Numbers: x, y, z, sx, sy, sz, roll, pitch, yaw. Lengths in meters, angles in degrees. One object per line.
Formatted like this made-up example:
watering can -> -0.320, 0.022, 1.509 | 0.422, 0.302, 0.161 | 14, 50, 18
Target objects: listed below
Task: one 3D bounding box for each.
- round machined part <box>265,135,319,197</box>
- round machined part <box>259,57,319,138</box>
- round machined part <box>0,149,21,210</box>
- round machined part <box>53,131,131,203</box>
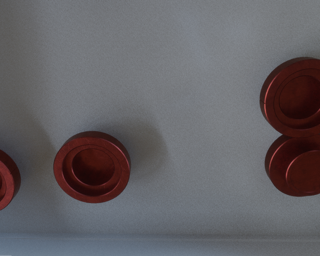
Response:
round machined part -> 0.199, 0.053, 0.423 | 0.099, 0.042, 0.097 | 0, 110, 0
round machined part -> 0.174, -0.040, 0.389 | 0.099, 0.042, 0.097 | 0, 110, 0
round machined part -> -0.240, 0.065, 0.424 | 0.099, 0.042, 0.097 | 0, 110, 0
round machined part -> -0.088, 0.049, 0.419 | 0.099, 0.042, 0.097 | 0, 110, 0
